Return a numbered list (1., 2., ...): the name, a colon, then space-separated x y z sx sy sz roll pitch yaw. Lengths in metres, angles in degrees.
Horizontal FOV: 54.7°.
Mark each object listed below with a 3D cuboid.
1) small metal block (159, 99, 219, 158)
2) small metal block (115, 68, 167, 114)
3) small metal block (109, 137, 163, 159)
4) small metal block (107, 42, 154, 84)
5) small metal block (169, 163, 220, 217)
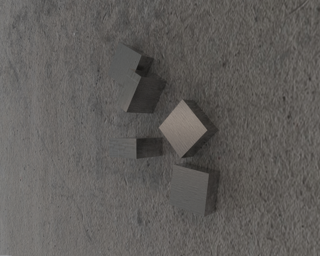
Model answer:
1. small metal block: 0.034 0.001 0.377 0.050 0.025 0.050 -50 61 28
2. small metal block: -0.025 -0.048 0.409 0.025 0.050 0.050 39 114 33
3. small metal block: -0.032 0.026 0.415 0.050 0.050 0.025 -1 90 40
4. small metal block: -0.042 -0.087 0.440 0.050 0.025 0.050 37 113 34
5. small metal block: 0.041 0.072 0.371 0.050 0.025 0.050 9 96 39
